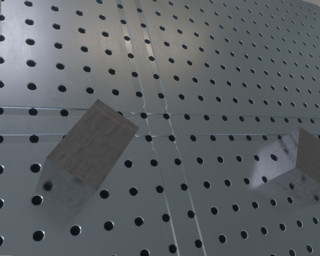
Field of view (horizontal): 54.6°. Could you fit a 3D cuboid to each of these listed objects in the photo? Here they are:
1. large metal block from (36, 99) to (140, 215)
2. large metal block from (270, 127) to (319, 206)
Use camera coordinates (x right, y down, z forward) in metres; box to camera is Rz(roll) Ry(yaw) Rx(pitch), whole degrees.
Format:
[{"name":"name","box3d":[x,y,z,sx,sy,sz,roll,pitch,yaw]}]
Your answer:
[{"name":"large metal block","box3d":[-0.074,0.031,0.314,0.050,0.080,0.080,35,51,-5]},{"name":"large metal block","box3d":[0.224,0.059,0.476,0.080,0.050,0.080,32,52,-7]}]
